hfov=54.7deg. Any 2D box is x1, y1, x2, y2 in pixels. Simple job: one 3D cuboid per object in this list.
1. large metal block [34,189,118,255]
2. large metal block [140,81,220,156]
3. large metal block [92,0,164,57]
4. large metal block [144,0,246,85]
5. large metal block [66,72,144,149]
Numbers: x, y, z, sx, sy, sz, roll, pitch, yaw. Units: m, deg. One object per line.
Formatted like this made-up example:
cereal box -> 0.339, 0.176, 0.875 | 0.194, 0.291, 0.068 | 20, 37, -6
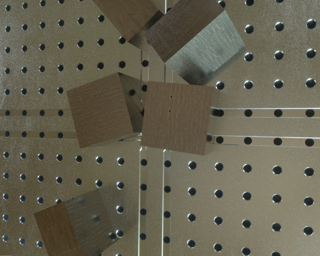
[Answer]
large metal block -> -0.111, 0.136, 0.421 | 0.050, 0.080, 0.080 | -25, 82, 18
large metal block -> 0.027, -0.013, 0.389 | 0.080, 0.050, 0.079 | 8, 93, 19
large metal block -> -0.030, -0.145, 0.393 | 0.050, 0.080, 0.080 | -42, 77, 15
large metal block -> 0.042, -0.103, 0.362 | 0.080, 0.080, 0.050 | -39, 62, 15
large metal block -> -0.071, -0.022, 0.423 | 0.080, 0.050, 0.080 | -16, 85, 19
